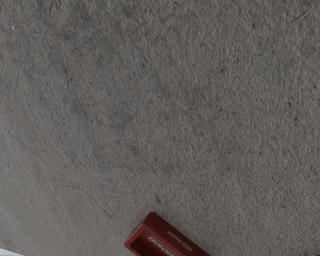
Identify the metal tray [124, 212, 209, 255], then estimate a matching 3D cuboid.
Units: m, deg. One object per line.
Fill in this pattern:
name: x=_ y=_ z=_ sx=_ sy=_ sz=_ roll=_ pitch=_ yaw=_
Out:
metal tray: x=0.012 y=0.211 z=0.527 sx=0.130 sy=0.030 sz=0.089 roll=37 pitch=129 yaw=2
